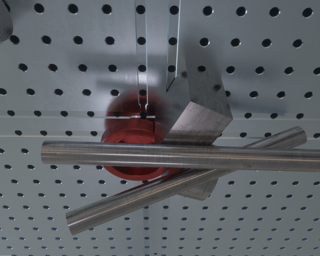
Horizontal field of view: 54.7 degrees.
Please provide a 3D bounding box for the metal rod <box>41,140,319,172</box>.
[{"bbox_3d":[0.030,0.031,0.332,0.302,0.025,0.025,2,130,-2],"label":"metal rod"}]

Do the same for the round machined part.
[{"bbox_3d":[-0.031,0.024,0.421,0.099,0.042,0.097,0,130,0],"label":"round machined part"}]

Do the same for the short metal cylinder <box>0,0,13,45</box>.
[{"bbox_3d":[-0.188,-0.102,0.287,0.050,0.080,0.080,-27,125,21],"label":"short metal cylinder"}]

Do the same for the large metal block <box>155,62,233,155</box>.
[{"bbox_3d":[0.034,-0.016,0.362,0.050,0.080,0.080,21,127,-17],"label":"large metal block"}]

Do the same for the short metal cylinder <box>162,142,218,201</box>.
[{"bbox_3d":[0.040,0.054,0.421,0.050,0.080,0.079,18,128,-15],"label":"short metal cylinder"}]

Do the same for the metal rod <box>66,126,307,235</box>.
[{"bbox_3d":[0.042,0.056,0.367,0.302,0.025,0.025,-19,131,-13],"label":"metal rod"}]
